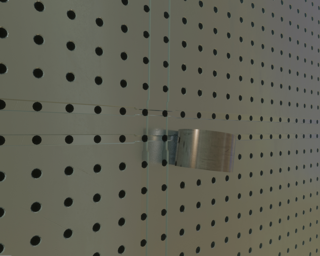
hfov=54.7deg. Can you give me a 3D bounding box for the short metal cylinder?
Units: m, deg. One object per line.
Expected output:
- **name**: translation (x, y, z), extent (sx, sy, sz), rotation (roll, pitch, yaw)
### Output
- **short metal cylinder**: translation (0.062, 0.032, 0.428), extent (0.081, 0.080, 0.050), rotation (11, 83, -40)
